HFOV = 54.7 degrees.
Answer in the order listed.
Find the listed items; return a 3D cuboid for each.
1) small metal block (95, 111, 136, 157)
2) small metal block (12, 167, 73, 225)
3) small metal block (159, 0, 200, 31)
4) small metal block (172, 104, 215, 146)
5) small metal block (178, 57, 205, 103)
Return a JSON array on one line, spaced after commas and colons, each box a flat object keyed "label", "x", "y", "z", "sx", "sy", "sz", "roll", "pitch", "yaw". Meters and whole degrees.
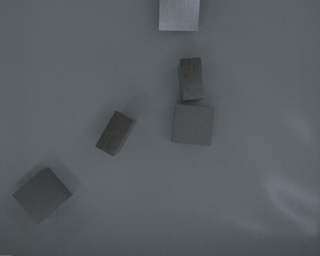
[{"label": "small metal block", "x": -0.055, "y": 0.006, "z": 0.398, "sx": 0.025, "sy": 0.050, "sz": 0.050, "roll": 30, "pitch": 90, "yaw": 0}, {"label": "small metal block", "x": -0.154, "y": 0.089, "z": 0.410, "sx": 0.050, "sy": 0.025, "sz": 0.050, "roll": -41, "pitch": 90, "yaw": 0}, {"label": "small metal block", "x": 0.024, "y": -0.154, "z": 0.401, "sx": 0.050, "sy": 0.025, "sz": 0.050, "roll": 1, "pitch": 117, "yaw": 0}, {"label": "small metal block", "x": 0.043, "y": -0.004, "z": 0.412, "sx": 0.050, "sy": 0.025, "sz": 0.050, "roll": 5, "pitch": 90, "yaw": 0}, {"label": "small metal block", "x": 0.039, "y": -0.060, "z": 0.399, "sx": 0.025, "sy": 0.050, "sz": 0.050, "roll": -5, "pitch": 90, "yaw": 0}]
